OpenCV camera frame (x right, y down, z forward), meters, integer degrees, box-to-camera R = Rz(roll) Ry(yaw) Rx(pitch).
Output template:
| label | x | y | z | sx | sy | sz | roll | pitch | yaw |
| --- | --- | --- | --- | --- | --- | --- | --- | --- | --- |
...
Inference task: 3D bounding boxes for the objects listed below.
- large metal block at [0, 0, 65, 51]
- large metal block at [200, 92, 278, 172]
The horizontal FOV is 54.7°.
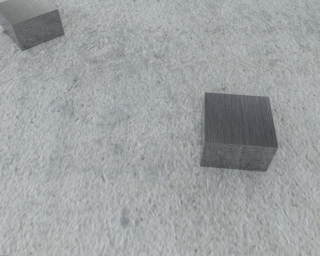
| label | x | y | z | sx | sy | sz | roll | pitch | yaw |
| --- | --- | --- | --- | --- | --- | --- | --- | --- | --- |
| large metal block | -0.228 | -0.189 | 0.543 | 0.081 | 0.050 | 0.080 | -32 | 57 | -24 |
| large metal block | 0.093 | 0.004 | 0.385 | 0.080 | 0.050 | 0.080 | 4 | 50 | 3 |
